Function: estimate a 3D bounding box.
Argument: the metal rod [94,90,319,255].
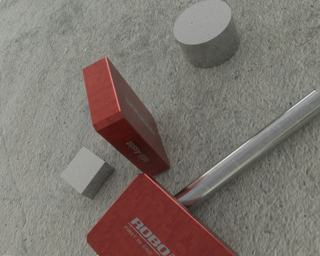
[{"bbox_3d":[0.053,0.061,0.337,0.300,0.025,0.025,-38,51,2],"label":"metal rod"}]

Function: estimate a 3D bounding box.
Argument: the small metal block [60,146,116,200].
[{"bbox_3d":[-0.097,0.060,0.416,0.050,0.025,0.050,27,76,37],"label":"small metal block"}]

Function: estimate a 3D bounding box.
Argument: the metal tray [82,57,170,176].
[{"bbox_3d":[-0.035,-0.008,0.358,0.030,0.130,0.090,-26,53,9],"label":"metal tray"}]

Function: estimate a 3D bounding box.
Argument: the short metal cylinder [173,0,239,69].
[{"bbox_3d":[0.066,-0.131,0.433,0.080,0.050,0.080,-13,56,20],"label":"short metal cylinder"}]

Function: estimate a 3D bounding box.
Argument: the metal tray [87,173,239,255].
[{"bbox_3d":[0.002,0.119,0.303,0.130,0.030,0.090,39,86,24],"label":"metal tray"}]
